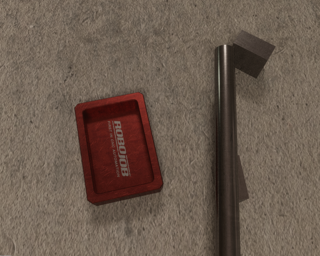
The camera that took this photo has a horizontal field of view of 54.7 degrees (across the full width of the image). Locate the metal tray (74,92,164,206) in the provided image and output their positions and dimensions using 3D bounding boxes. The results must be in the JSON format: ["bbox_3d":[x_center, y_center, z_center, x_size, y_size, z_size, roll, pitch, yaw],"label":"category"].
[{"bbox_3d":[-0.053,0.025,0.395,0.091,0.030,0.129,-12,71,-5],"label":"metal tray"}]

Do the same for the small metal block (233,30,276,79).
[{"bbox_3d":[0.125,-0.102,0.434,0.050,0.050,0.025,30,73,10],"label":"small metal block"}]

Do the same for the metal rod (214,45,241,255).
[{"bbox_3d":[0.073,0.042,0.340,0.025,0.025,0.299,3,70,1],"label":"metal rod"}]

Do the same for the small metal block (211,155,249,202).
[{"bbox_3d":[0.083,0.064,0.372,0.025,0.050,0.050,-7,70,-3],"label":"small metal block"}]
